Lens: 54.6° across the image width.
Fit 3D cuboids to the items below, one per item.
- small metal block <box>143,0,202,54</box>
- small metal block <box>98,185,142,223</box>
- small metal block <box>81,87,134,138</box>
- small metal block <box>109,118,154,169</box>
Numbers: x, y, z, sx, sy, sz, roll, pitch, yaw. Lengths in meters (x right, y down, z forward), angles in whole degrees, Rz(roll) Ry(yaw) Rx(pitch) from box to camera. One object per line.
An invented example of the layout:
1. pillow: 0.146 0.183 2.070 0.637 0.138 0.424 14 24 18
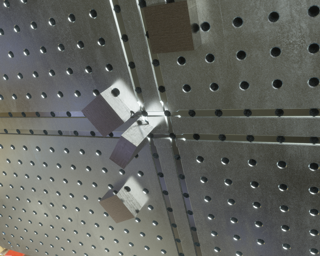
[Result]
1. small metal block: 0.014 -0.110 0.336 0.050 0.025 0.050 2 120 27
2. small metal block: -0.068 0.131 0.529 0.050 0.025 0.050 -29 103 37
3. small metal block: -0.075 -0.022 0.438 0.050 0.025 0.050 -33 100 38
4. small metal block: -0.039 0.021 0.429 0.025 0.050 0.050 35 129 5
